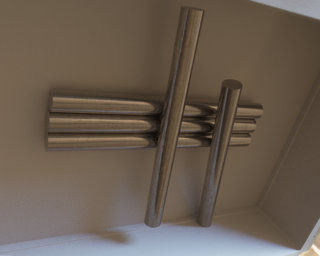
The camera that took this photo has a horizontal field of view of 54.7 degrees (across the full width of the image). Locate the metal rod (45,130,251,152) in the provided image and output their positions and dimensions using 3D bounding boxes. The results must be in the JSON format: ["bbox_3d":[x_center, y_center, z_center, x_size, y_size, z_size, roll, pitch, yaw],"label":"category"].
[{"bbox_3d":[0.004,0.016,0.421,0.303,0.025,0.025,1,118,-29],"label":"metal rod"}]

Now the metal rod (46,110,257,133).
[{"bbox_3d":[0.010,-0.006,0.410,0.303,0.025,0.025,1,118,-29],"label":"metal rod"}]

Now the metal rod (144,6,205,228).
[{"bbox_3d":[0.012,0.007,0.387,0.025,0.025,0.298,-5,121,-26],"label":"metal rod"}]

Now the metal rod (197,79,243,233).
[{"bbox_3d":[0.083,0.063,0.468,0.025,0.025,0.298,-15,132,-20],"label":"metal rod"}]

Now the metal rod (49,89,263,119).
[{"bbox_3d":[0.017,-0.028,0.401,0.303,0.025,0.025,1,118,-29],"label":"metal rod"}]
